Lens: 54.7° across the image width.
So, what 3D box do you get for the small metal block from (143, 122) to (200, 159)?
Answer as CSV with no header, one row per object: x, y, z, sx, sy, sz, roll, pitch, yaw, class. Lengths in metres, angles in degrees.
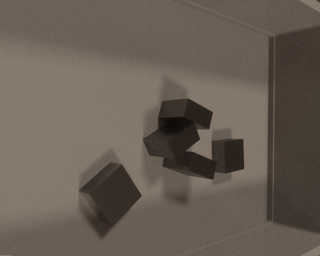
0.015,0.015,0.405,0.050,0.050,0.025,-34,112,-35,small metal block

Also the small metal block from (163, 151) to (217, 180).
0.041,0.050,0.427,0.050,0.050,0.025,25,75,-38,small metal block

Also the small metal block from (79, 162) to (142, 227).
-0.057,0.076,0.361,0.050,0.025,0.050,-43,116,-32,small metal block

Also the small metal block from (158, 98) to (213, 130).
0.035,-0.018,0.422,0.050,0.050,0.025,24,75,-38,small metal block

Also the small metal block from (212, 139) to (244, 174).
0.111,0.044,0.503,0.050,0.025,0.050,-4,93,-40,small metal block
